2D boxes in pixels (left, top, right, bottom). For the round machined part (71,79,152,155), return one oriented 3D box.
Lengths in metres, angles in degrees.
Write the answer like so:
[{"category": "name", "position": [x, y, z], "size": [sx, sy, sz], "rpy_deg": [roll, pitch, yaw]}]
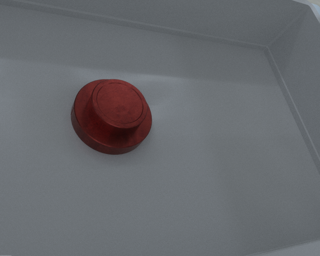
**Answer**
[{"category": "round machined part", "position": [-0.055, -0.020, 0.377], "size": [0.099, 0.042, 0.098], "rpy_deg": [13, 56, -21]}]
